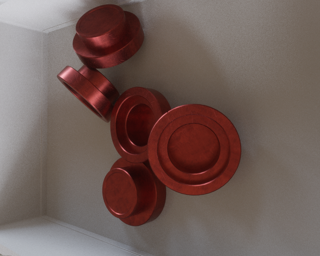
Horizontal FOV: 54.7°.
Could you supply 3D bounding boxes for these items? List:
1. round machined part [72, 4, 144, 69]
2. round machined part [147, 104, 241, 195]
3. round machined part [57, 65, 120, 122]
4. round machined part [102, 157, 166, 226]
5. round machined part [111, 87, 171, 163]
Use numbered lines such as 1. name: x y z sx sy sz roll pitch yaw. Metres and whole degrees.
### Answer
1. round machined part: -0.075 -0.131 0.424 0.098 0.042 0.098 -8 54 12
2. round machined part: 0.038 0.022 0.346 0.099 0.042 0.097 1 95 6
3. round machined part: -0.098 -0.056 0.452 0.098 0.098 0.042 34 78 34
4. round machined part: -0.043 0.088 0.431 0.098 0.042 0.097 0 90 40
5. round machined part: -0.018 -0.003 0.409 0.098 0.042 0.097 -1 88 43
